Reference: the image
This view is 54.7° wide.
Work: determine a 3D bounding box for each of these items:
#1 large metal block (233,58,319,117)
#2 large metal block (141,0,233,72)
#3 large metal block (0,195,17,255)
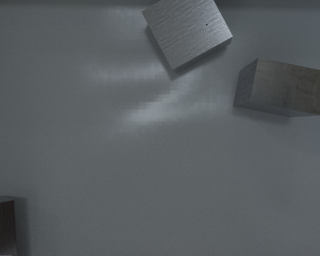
[{"bbox_3d":[0.144,-0.046,0.385,0.080,0.080,0.050,11,90,0],"label":"large metal block"},{"bbox_3d":[0.035,-0.126,0.392,0.080,0.050,0.080,-28,90,10],"label":"large metal block"},{"bbox_3d":[-0.225,0.132,0.377,0.081,0.050,0.080,-3,89,-40],"label":"large metal block"}]
